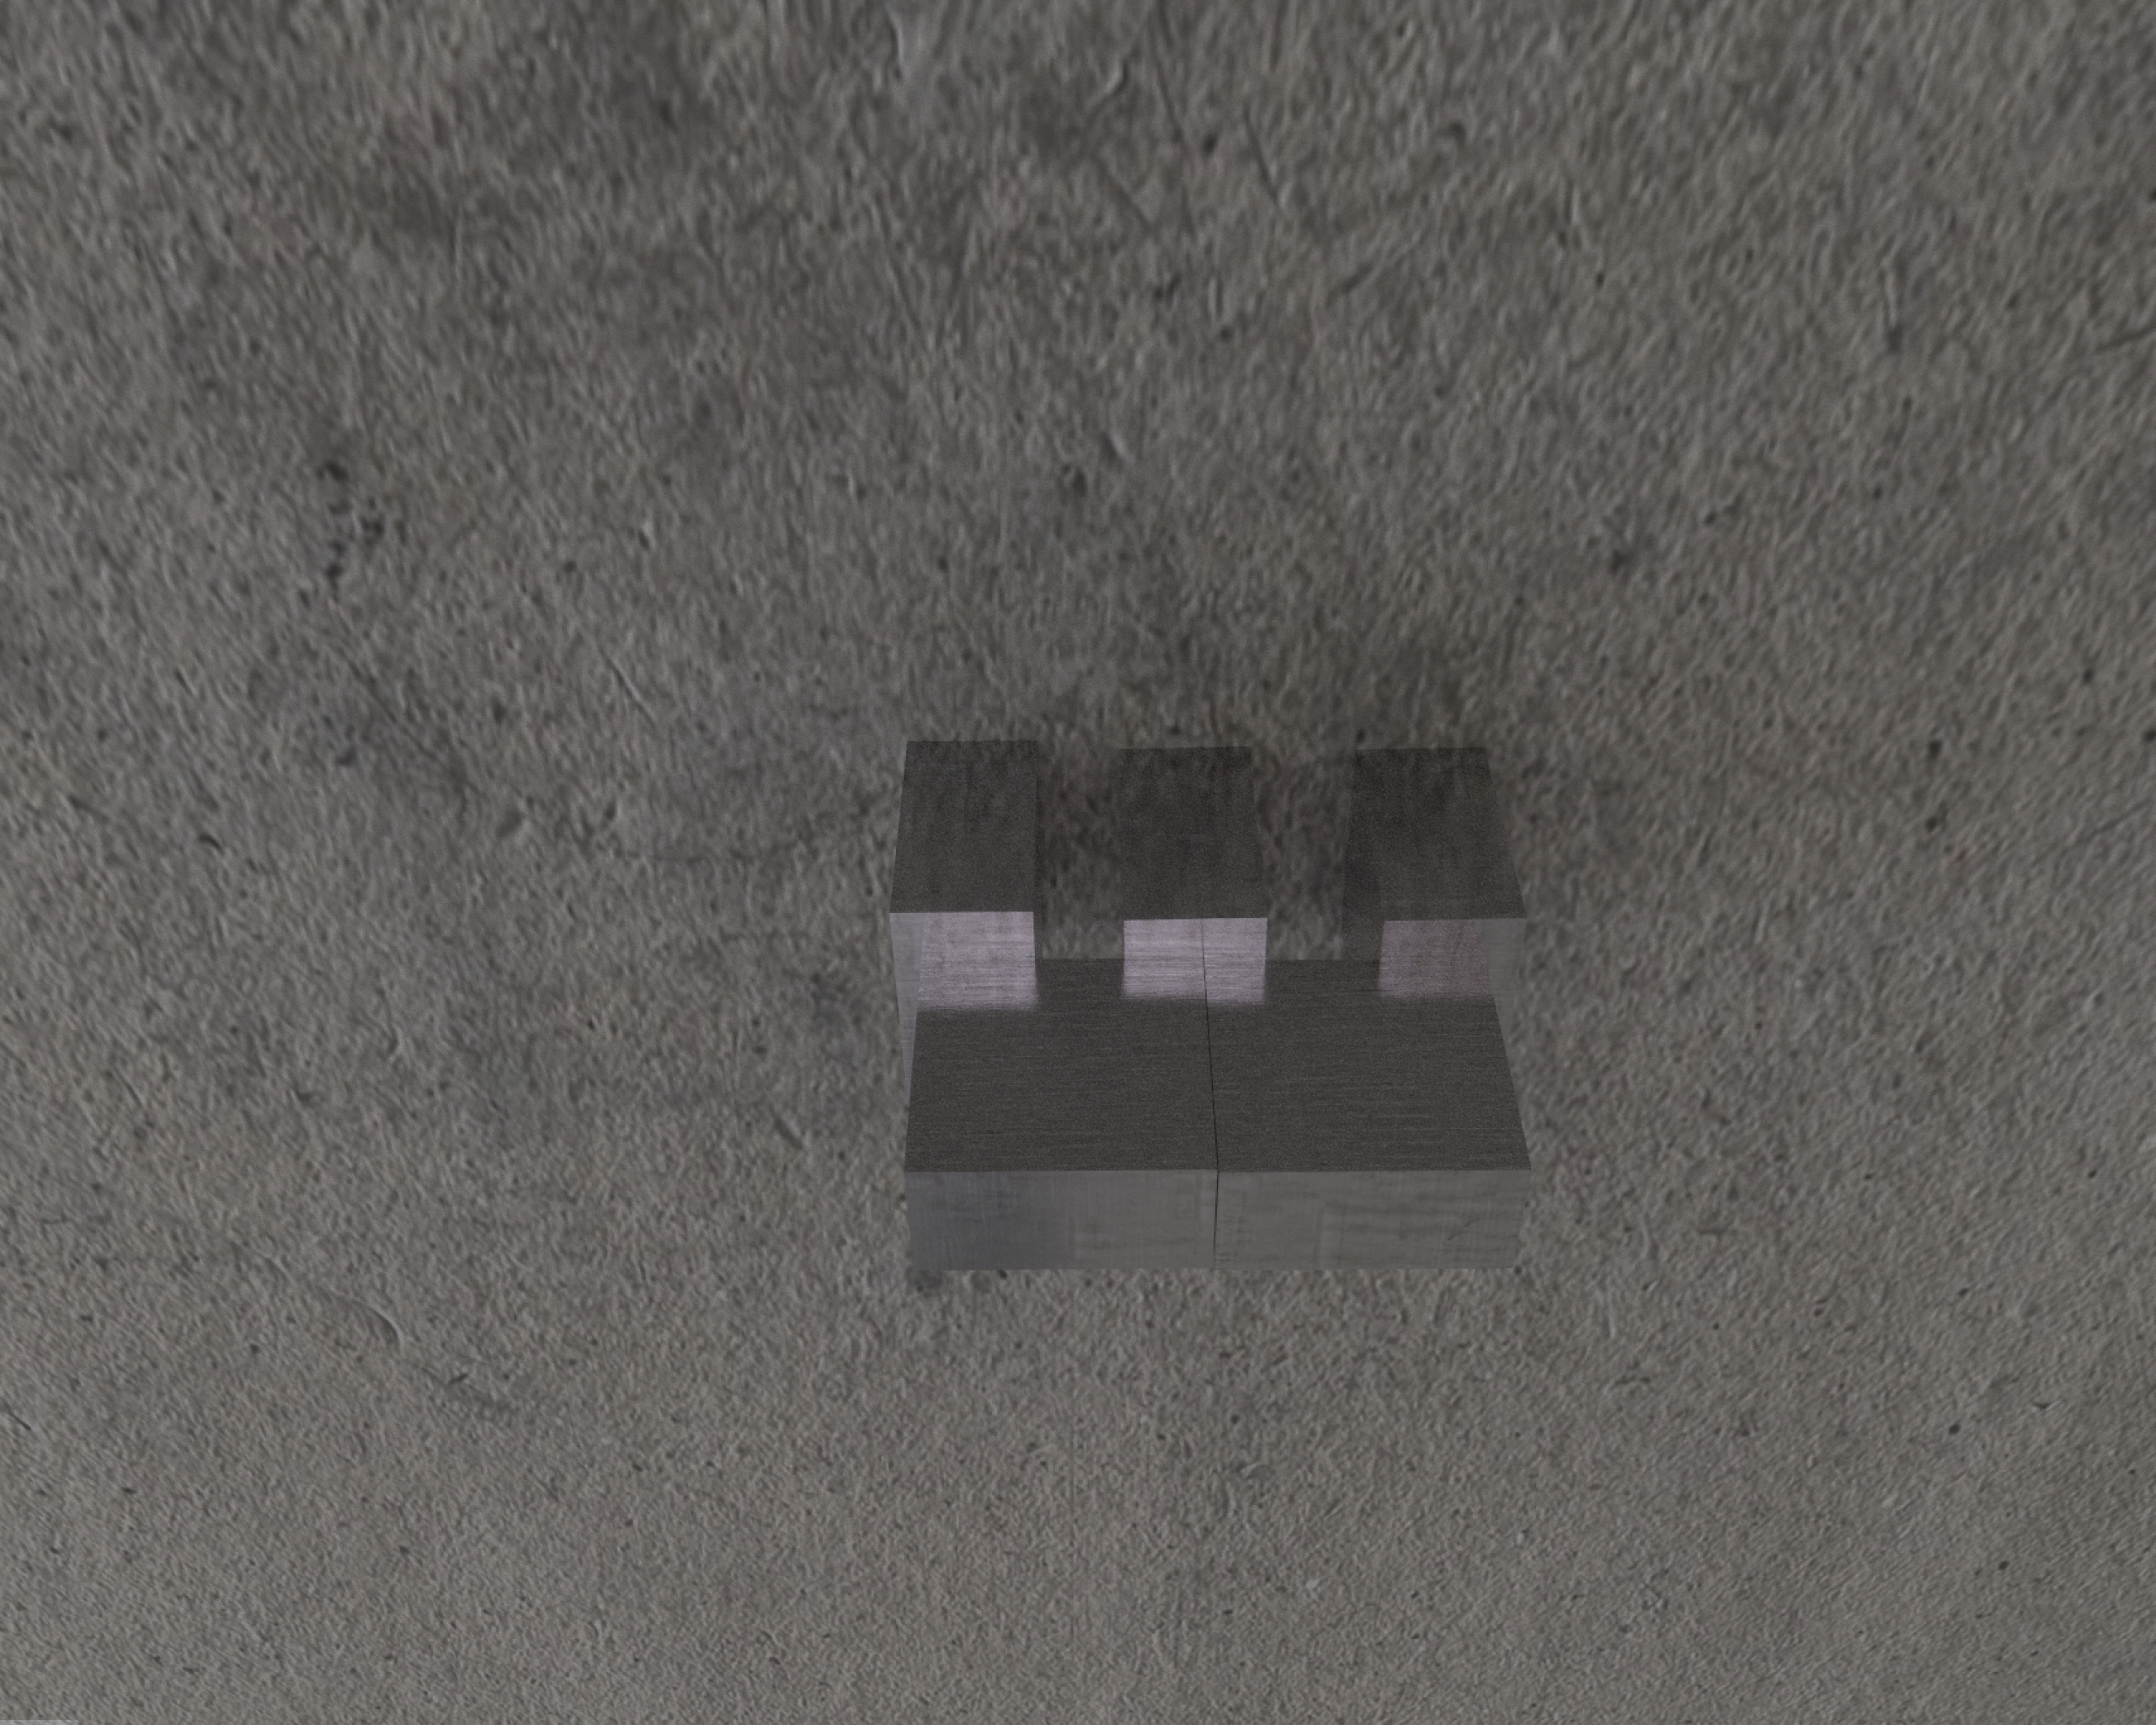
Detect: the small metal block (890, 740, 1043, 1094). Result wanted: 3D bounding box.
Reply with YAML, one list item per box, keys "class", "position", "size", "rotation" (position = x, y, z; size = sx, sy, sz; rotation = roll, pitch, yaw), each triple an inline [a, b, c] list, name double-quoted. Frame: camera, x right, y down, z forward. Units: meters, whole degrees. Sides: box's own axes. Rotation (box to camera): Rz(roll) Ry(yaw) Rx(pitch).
- class: "small metal block"
  position: [-0.020, 0.011, 0.400]
  size: [0.025, 0.050, 0.050]
  rotation: [-1, 130, 0]

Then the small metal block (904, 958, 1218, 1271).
- class: "small metal block"
  position: [-0.003, 0.043, 0.361]
  size: [0.050, 0.050, 0.025]
  rotation: [0, 130, 0]

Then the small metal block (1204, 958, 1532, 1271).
- class: "small metal block"
  position: [0.048, 0.043, 0.362]
  size: [0.050, 0.050, 0.025]
  rotation: [0, 130, 0]

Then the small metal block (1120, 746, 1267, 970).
- class: "small metal block"
  position: [0.021, 0.013, 0.402]
  size: [0.025, 0.050, 0.050]
  rotation: [-1, 130, 1]

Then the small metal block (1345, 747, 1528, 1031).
- class: "small metal block"
  position: [0.067, 0.013, 0.402]
  size: [0.025, 0.050, 0.050]
  rotation: [-1, 130, 1]
